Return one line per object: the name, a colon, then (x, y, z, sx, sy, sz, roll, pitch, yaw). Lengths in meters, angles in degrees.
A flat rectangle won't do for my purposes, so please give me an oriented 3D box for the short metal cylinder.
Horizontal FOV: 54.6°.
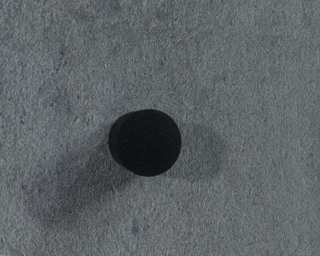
short metal cylinder: (-0.020, 0.017, 0.388, 0.081, 0.050, 0.080, 0, 90, -20)
